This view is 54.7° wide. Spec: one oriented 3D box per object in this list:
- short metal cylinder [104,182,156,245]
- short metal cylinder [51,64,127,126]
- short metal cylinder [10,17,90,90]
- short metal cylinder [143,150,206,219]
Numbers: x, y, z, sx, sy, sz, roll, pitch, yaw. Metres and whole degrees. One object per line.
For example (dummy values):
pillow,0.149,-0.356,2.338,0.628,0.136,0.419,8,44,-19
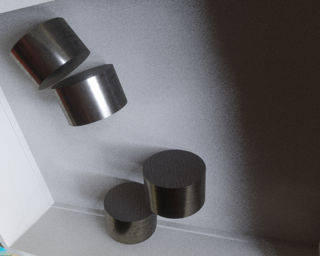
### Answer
short metal cylinder,-0.044,0.129,0.477,0.080,0.080,0.050,16,125,19
short metal cylinder,-0.088,-0.043,0.393,0.080,0.080,0.050,-6,115,31
short metal cylinder,-0.136,-0.092,0.388,0.080,0.080,0.050,-31,101,38
short metal cylinder,0.019,0.072,0.407,0.080,0.080,0.050,10,123,23
